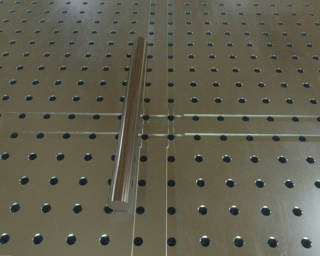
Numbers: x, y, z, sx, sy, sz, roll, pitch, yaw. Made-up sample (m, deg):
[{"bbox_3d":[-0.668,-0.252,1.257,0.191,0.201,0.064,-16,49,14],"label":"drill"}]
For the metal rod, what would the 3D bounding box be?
[{"bbox_3d":[-0.039,-0.030,0.433,0.025,0.025,0.300,2,50,1],"label":"metal rod"}]
